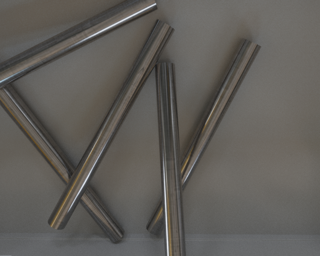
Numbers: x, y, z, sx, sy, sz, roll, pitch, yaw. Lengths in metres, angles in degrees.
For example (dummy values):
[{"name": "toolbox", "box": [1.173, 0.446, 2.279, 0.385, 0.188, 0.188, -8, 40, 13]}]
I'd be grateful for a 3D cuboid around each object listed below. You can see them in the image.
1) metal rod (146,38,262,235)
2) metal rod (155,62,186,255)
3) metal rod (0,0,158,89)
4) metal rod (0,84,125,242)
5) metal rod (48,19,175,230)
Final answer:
[{"name": "metal rod", "box": [0.051, 0.025, 0.421, 0.025, 0.025, 0.298, 22, 108, -9]}, {"name": "metal rod", "box": [0.014, 0.070, 0.374, 0.025, 0.025, 0.298, -3, 86, 1]}, {"name": "metal rod", "box": [-0.143, -0.082, 0.360, 0.301, 0.025, 0.025, -26, 108, 1]}, {"name": "metal rod", "box": [-0.141, 0.043, 0.425, 0.025, 0.025, 0.299, -30, 108, 10]}, {"name": "metal rod", "box": [-0.067, 0.004, 0.395, 0.025, 0.025, 0.299, 28, 101, -10]}]
